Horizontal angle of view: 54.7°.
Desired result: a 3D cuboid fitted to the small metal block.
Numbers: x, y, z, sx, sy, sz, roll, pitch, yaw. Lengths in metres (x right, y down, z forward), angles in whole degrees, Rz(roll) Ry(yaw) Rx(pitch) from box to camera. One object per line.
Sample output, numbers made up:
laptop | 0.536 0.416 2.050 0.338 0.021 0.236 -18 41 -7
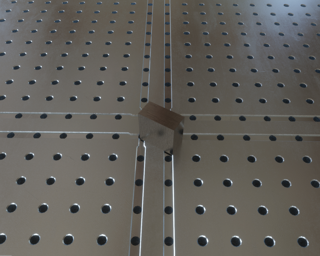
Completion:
small metal block | 0.001 0.000 0.391 0.050 0.050 0.025 26 55 19
